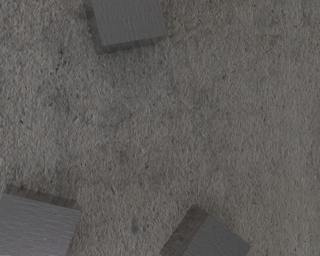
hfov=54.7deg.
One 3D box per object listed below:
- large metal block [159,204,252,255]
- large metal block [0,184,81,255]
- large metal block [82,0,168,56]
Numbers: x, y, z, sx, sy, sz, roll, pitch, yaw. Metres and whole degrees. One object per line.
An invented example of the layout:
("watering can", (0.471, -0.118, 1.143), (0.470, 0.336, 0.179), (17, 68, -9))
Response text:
("large metal block", (0.061, 0.164, 0.418), (0.080, 0.050, 0.080), (41, 77, -16))
("large metal block", (-0.143, 0.115, 0.343), (0.080, 0.050, 0.080), (20, 83, -19))
("large metal block", (-0.045, -0.140, 0.379), (0.081, 0.050, 0.080), (-16, 96, -19))
